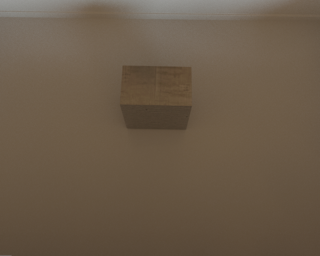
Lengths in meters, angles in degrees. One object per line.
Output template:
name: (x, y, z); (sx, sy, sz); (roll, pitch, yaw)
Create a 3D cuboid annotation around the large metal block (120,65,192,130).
large metal block: (-0.004, -0.035, 0.391); (0.080, 0.080, 0.050); (1, 70, 0)
